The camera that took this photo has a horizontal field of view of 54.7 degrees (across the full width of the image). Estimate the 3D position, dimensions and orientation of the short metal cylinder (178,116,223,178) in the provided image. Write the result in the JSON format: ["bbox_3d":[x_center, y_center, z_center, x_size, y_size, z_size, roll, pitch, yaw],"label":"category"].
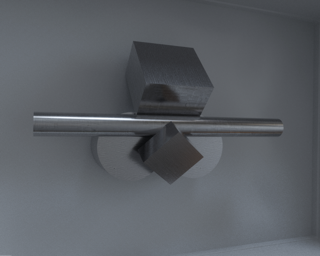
[{"bbox_3d":[0.035,0.023,0.410,0.081,0.050,0.079,0,90,-21],"label":"short metal cylinder"}]

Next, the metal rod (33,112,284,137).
[{"bbox_3d":[0.015,-0.002,0.363,0.303,0.025,0.025,1,90,-21],"label":"metal rod"}]

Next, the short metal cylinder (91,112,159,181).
[{"bbox_3d":[-0.041,0.021,0.382,0.081,0.050,0.079,0,90,-21],"label":"short metal cylinder"}]

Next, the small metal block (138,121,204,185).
[{"bbox_3d":[0.012,0.029,0.350,0.050,0.025,0.050,-41,124,6],"label":"small metal block"}]

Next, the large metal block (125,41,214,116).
[{"bbox_3d":[0.008,-0.058,0.378,0.081,0.050,0.080,1,47,-20],"label":"large metal block"}]
